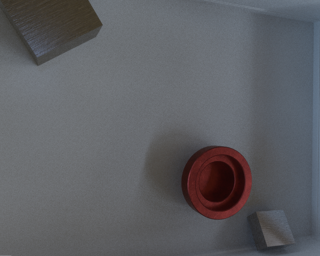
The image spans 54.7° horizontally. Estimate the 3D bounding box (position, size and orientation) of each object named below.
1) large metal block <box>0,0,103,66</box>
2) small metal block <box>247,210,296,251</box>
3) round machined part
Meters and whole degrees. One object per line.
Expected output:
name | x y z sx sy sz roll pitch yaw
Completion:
large metal block | -0.125 -0.129 0.351 0.080 0.050 0.080 -33 101 -17
small metal block | 0.165 0.152 0.461 0.050 0.025 0.050 3 56 -21
round machined part | 0.074 0.073 0.431 0.099 0.042 0.097 0 90 -21
